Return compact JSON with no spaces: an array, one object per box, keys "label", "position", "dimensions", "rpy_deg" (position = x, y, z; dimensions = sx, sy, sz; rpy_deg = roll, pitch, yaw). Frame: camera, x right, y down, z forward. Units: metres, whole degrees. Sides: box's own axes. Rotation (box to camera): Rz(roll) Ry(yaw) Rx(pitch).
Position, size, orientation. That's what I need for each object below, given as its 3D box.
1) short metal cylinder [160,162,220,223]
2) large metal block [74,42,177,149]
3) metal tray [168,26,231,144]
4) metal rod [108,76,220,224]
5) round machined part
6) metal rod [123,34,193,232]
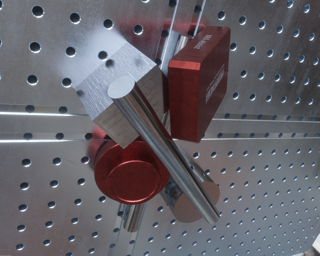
[{"label":"short metal cylinder","position":[0.046,0.101,0.485],"dimensions":[0.081,0.050,0.079],"rpy_deg":[-14,125,-21]},{"label":"large metal block","position":[-0.037,-0.038,0.334],"dimensions":[0.080,0.080,0.050],"rpy_deg":[-41,130,0]},{"label":"metal tray","position":[0.049,-0.054,0.352],"dimensions":[0.131,0.030,0.089],"rpy_deg":[-53,146,-50]},{"label":"metal rod","position":[0.024,0.050,0.365],"dimensions":[0.025,0.025,0.300],"rpy_deg":[-37,138,-4]},{"label":"round machined part","position":[-0.035,0.060,0.399],"dimensions":[0.099,0.042,0.097],"rpy_deg":[-4,117,-8]},{"label":"metal rod","position":[-0.005,0.023,0.424],"dimensions":[0.025,0.025,0.298],"rpy_deg":[2,117,-30]}]
